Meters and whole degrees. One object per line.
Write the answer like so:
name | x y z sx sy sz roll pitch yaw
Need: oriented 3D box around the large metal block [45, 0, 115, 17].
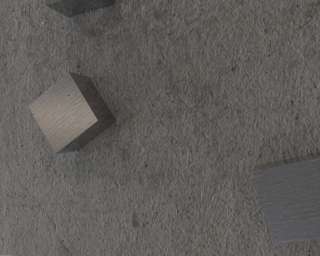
large metal block | -0.115 -0.212 0.436 0.080 0.050 0.080 -7 88 20

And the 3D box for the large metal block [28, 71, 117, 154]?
large metal block | -0.123 -0.020 0.439 0.080 0.050 0.080 -36 79 16

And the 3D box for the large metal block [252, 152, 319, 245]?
large metal block | 0.154 0.075 0.341 0.080 0.050 0.080 -16 85 19
